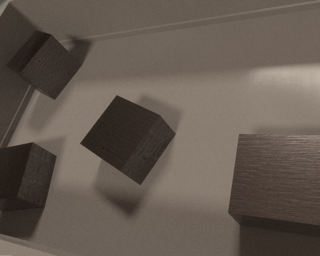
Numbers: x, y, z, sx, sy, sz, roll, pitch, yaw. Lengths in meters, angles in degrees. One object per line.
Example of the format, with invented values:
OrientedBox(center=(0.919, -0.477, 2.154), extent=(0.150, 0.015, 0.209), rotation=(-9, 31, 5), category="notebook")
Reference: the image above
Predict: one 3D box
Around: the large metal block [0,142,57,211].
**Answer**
OrientedBox(center=(-0.208, 0.073, 0.451), extent=(0.080, 0.050, 0.080), rotation=(-11, 57, 22), category="large metal block")

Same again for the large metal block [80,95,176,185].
OrientedBox(center=(-0.041, 0.014, 0.401), extent=(0.080, 0.050, 0.080), rotation=(27, 76, 36), category="large metal block")

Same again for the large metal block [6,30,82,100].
OrientedBox(center=(-0.199, -0.109, 0.539), extent=(0.050, 0.080, 0.080), rotation=(25, 75, 36), category="large metal block")

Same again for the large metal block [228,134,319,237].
OrientedBox(center=(0.116, 0.053, 0.296), extent=(0.080, 0.050, 0.080), rotation=(1, 62, 28), category="large metal block")
